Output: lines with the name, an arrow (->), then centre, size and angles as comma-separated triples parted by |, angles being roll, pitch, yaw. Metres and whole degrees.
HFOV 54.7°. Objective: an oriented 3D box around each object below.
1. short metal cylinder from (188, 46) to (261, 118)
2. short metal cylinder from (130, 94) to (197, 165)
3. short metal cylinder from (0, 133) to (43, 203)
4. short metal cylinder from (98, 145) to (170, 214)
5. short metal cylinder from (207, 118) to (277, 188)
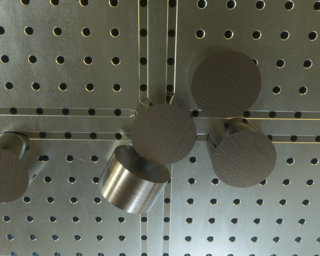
short metal cylinder -> 0.076, -0.057, 0.379 | 0.081, 0.050, 0.079 | 0, 110, 0
short metal cylinder -> 0.004, 0.000, 0.400 | 0.081, 0.050, 0.079 | 0, 110, 0
short metal cylinder -> -0.208, 0.052, 0.417 | 0.081, 0.050, 0.079 | 0, 110, 0
short metal cylinder -> -0.034, 0.066, 0.408 | 0.080, 0.080, 0.050 | 26, 108, -10
short metal cylinder -> 0.106, 0.032, 0.413 | 0.081, 0.050, 0.079 | 0, 110, 0
